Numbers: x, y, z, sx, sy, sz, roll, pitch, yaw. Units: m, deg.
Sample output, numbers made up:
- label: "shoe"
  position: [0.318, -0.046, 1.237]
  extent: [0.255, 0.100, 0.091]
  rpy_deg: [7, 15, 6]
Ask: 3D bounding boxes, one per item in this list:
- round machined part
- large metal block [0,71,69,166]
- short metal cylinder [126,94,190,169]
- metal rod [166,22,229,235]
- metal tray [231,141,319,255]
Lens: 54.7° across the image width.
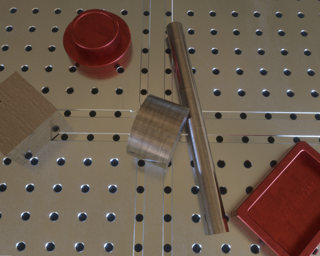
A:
- label: "round machined part"
  position: [-0.092, -0.132, 0.450]
  extent: [0.099, 0.042, 0.098]
  rpy_deg: [0, 70, -1]
- label: "large metal block"
  position: [-0.182, -0.012, 0.401]
  extent: [0.080, 0.050, 0.080]
  rpy_deg: [41, 75, 13]
- label: "short metal cylinder"
  position: [-0.001, 0.004, 0.381]
  extent: [0.050, 0.080, 0.080]
  rpy_deg: [21, 71, 7]
- label: "metal rod"
  position: [0.046, -0.014, 0.417]
  extent: [0.025, 0.025, 0.299]
  rpy_deg: [-9, 70, -4]
- label: "metal tray"
  position: [0.164, 0.090, 0.377]
  extent: [0.130, 0.030, 0.090]
  rpy_deg: [-42, 76, -14]
